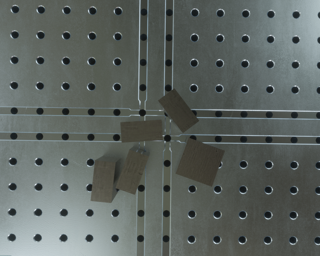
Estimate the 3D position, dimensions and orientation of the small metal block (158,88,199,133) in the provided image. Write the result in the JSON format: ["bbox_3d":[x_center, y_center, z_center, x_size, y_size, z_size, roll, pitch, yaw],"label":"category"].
[{"bbox_3d":[0.023,-0.021,0.401,0.025,0.050,0.050,-37,90,0],"label":"small metal block"}]

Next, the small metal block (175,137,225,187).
[{"bbox_3d":[0.052,0.044,0.414,0.050,0.025,0.050,20,90,-1],"label":"small metal block"}]

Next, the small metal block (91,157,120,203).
[{"bbox_3d":[-0.069,0.065,0.400,0.025,0.050,0.050,6,90,0],"label":"small metal block"}]

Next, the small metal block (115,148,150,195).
[{"bbox_3d":[-0.034,0.053,0.401,0.025,0.050,0.050,20,90,0],"label":"small metal block"}]

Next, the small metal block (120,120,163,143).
[{"bbox_3d":[-0.022,0.004,0.401,0.050,0.050,0.025,-4,90,-1],"label":"small metal block"}]
